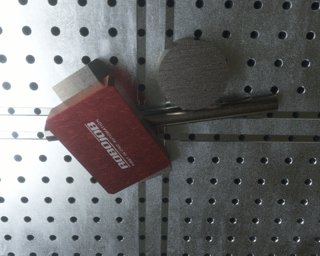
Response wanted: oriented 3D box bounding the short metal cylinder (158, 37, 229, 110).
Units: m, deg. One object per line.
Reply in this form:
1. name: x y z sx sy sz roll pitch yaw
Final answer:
1. short metal cylinder: 0.038 -0.067 0.375 0.081 0.050 0.079 0 110 -1

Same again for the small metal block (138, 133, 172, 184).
1. small metal block: -0.016 0.042 0.427 0.050 0.025 0.050 -22 109 7

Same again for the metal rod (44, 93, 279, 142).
1. metal rod: 0.000 -0.014 0.409 0.302 0.025 0.025 -7 110 2

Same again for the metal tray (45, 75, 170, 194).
1. metal tray: -0.058 0.013 0.373 0.090 0.030 0.130 -29 119 10

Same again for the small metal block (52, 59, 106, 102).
1. small metal block: -0.096 -0.057 0.377 0.050 0.050 0.025 -30 108 10
